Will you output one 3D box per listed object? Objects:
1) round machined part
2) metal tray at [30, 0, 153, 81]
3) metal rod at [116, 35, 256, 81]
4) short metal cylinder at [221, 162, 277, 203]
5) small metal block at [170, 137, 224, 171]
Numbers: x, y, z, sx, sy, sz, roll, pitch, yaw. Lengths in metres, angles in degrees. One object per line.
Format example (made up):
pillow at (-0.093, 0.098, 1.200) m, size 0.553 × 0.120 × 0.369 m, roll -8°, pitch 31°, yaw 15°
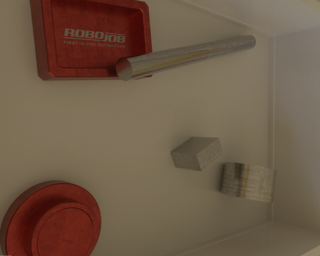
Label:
round machined part at (-0.102, 0.105, 0.311) m, size 0.099 × 0.042 × 0.097 m, roll 0°, pitch 90°, yaw -40°
metal tray at (-0.069, -0.100, 0.346) m, size 0.131 × 0.030 × 0.089 m, roll -8°, pitch 95°, yaw -40°
metal rod at (0.059, -0.106, 0.433) m, size 0.302 × 0.025 × 0.025 m, roll -24°, pitch 106°, yaw -45°
short metal cylinder at (0.140, 0.086, 0.492) m, size 0.081 × 0.080 × 0.050 m, roll 16°, pitch 80°, yaw -39°
small metal block at (0.052, 0.035, 0.436) m, size 0.050 × 0.050 × 0.025 m, roll -31°, pitch 110°, yaw -36°
